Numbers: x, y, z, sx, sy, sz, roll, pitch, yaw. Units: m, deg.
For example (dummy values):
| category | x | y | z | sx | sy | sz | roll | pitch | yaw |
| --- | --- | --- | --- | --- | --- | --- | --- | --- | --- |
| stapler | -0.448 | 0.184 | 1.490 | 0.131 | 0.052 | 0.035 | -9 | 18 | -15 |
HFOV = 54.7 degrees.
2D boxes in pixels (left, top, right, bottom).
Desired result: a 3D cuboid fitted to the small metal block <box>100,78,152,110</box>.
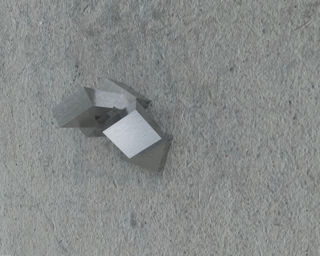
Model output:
| category | x | y | z | sx | sy | sz | roll | pitch | yaw |
| --- | --- | --- | --- | --- | --- | --- | --- | --- | --- |
| small metal block | -0.046 | -0.040 | 0.412 | 0.050 | 0.050 | 0.025 | 34 | 101 | 16 |

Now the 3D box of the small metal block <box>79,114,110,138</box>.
| category | x | y | z | sx | sy | sz | roll | pitch | yaw |
| --- | --- | --- | --- | --- | --- | --- | --- | --- | --- |
| small metal block | -0.095 | -0.014 | 0.429 | 0.025 | 0.050 | 0.050 | -47 | 76 | 14 |

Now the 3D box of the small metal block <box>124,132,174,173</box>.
| category | x | y | z | sx | sy | sz | roll | pitch | yaw |
| --- | --- | --- | --- | --- | --- | --- | --- | --- | --- |
| small metal block | -0.015 | 0.027 | 0.415 | 0.050 | 0.025 | 0.050 | 17 | 96 | 18 |

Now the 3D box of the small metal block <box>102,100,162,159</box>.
| category | x | y | z | sx | sy | sz | roll | pitch | yaw |
| --- | --- | --- | --- | --- | --- | --- | --- | --- | --- |
| small metal block | -0.033 | 0.002 | 0.381 | 0.050 | 0.025 | 0.050 | -33 | 117 | 17 |

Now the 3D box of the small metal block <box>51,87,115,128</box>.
| category | x | y | z | sx | sy | sz | roll | pitch | yaw |
| --- | --- | --- | --- | --- | --- | --- | --- | --- | --- |
| small metal block | -0.092 | -0.023 | 0.375 | 0.050 | 0.050 | 0.025 | -31 | 80 | 17 |
